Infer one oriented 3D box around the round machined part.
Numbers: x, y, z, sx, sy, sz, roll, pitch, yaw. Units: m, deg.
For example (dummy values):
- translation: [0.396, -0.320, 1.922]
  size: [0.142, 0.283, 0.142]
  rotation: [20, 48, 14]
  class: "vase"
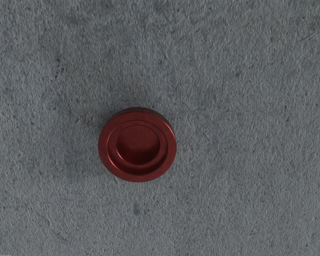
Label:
- translation: [-0.028, 0.018, 0.407]
  size: [0.099, 0.042, 0.097]
  rotation: [0, 110, 0]
  class: "round machined part"
